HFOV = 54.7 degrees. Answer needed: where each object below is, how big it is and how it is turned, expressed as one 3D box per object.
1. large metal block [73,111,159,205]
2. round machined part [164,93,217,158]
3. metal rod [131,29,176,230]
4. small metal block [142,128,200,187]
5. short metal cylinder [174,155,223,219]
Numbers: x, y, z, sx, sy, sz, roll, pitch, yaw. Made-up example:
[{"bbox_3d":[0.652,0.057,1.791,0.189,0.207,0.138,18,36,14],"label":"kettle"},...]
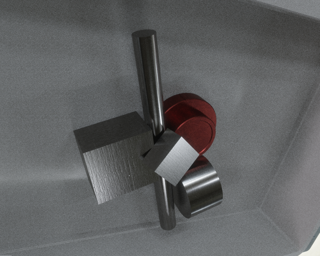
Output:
[{"bbox_3d":[-0.052,0.035,0.382,0.081,0.050,0.079,-19,126,-18],"label":"large metal block"},{"bbox_3d":[0.036,0.005,0.419,0.099,0.042,0.097,-14,125,-21],"label":"round machined part"},{"bbox_3d":[-0.002,0.026,0.396,0.025,0.025,0.298,-19,126,-18],"label":"metal rod"},{"bbox_3d":[0.014,0.036,0.376,0.050,0.025,0.050,-52,137,-6],"label":"small metal block"},{"bbox_3d":[0.047,0.084,0.451,0.050,0.080,0.079,-19,126,-18],"label":"short metal cylinder"}]
